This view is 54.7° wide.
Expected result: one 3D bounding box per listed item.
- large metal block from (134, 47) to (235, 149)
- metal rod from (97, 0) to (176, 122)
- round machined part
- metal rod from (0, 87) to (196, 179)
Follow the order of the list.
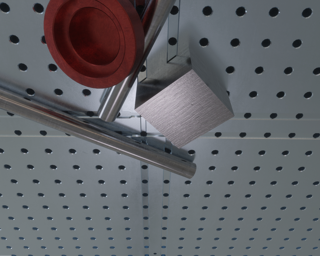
[{"bbox_3d":[0.028,-0.033,0.368,0.080,0.050,0.080,-33,123,25],"label":"large metal block"},{"bbox_3d":[-0.003,-0.119,0.310,0.025,0.025,0.298,20,127,-17],"label":"metal rod"},{"bbox_3d":[-0.060,-0.092,0.307,0.098,0.042,0.097,10,121,17],"label":"round machined part"},{"bbox_3d":[-0.084,0.010,0.419,0.302,0.025,0.025,23,127,-19],"label":"metal rod"}]
